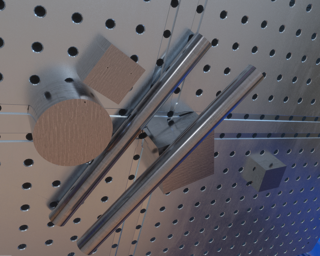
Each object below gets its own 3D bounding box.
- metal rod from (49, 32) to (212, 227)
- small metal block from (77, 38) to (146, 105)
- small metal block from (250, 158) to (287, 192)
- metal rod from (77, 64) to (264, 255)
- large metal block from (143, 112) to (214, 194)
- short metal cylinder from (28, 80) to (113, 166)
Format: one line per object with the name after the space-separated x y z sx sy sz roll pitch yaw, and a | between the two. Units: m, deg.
-0.042 0.007 0.392 0.025 0.025 0.299 34 99 -39 | metal rod
-0.053 -0.062 0.343 0.050 0.025 0.050 33 100 -38 | small metal block
0.200 0.087 0.574 0.050 0.025 0.050 -6 121 -25 | small metal block
0.010 0.041 0.376 0.300 0.025 0.025 -46 129 4 | metal rod
0.027 0.034 0.431 0.081 0.050 0.079 -19 126 -18 | large metal block
-0.098 -0.006 0.338 0.081 0.050 0.079 -14 124 -21 | short metal cylinder
